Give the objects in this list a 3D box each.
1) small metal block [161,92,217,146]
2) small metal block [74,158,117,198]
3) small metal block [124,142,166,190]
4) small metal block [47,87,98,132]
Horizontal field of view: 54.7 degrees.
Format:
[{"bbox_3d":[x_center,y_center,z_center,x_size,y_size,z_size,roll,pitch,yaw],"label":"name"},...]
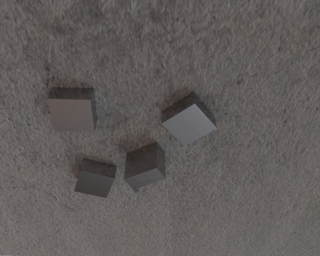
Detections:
[{"bbox_3d":[0.037,-0.010,0.399,0.050,0.025,0.050,-31,124,23],"label":"small metal block"},{"bbox_3d":[-0.098,0.077,0.471,0.050,0.025,0.050,16,128,-14],"label":"small metal block"},{"bbox_3d":[-0.021,0.053,0.436,0.050,0.050,0.025,-22,127,17],"label":"small metal block"},{"bbox_3d":[-0.107,-0.023,0.386,0.050,0.025,0.050,1,130,-2],"label":"small metal block"}]
